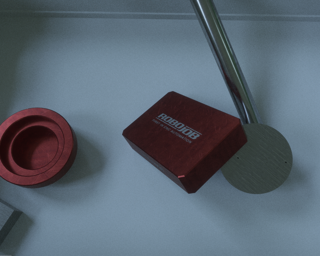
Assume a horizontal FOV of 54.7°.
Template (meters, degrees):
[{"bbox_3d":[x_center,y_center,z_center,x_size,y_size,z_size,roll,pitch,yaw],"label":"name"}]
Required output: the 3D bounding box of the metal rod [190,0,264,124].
[{"bbox_3d":[0.062,-0.131,0.382,0.025,0.025,0.299,-29,103,-10],"label":"metal rod"}]

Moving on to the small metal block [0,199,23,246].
[{"bbox_3d":[-0.203,0.109,0.367,0.050,0.025,0.050,27,72,9],"label":"small metal block"}]

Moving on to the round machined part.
[{"bbox_3d":[-0.153,0.027,0.389,0.099,0.042,0.098,0,70,-1],"label":"round machined part"}]

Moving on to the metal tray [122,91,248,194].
[{"bbox_3d":[0.024,0.009,0.365,0.090,0.030,0.130,-41,38,-14],"label":"metal tray"}]

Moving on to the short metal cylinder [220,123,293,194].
[{"bbox_3d":[0.112,0.037,0.373,0.080,0.050,0.080,-1,84,10],"label":"short metal cylinder"}]
